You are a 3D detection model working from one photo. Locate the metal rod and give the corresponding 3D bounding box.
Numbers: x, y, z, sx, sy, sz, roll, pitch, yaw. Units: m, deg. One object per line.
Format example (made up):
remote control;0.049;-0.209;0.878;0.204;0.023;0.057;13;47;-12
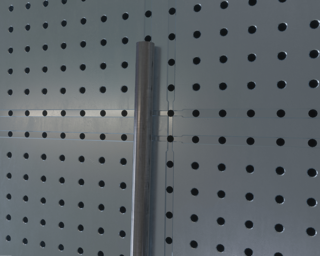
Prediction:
metal rod;-0.024;0.035;0.421;0.025;0.025;0.298;2;91;20
